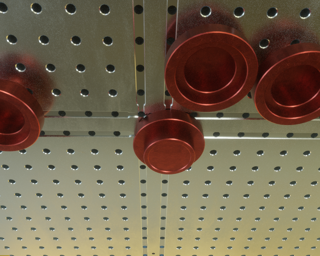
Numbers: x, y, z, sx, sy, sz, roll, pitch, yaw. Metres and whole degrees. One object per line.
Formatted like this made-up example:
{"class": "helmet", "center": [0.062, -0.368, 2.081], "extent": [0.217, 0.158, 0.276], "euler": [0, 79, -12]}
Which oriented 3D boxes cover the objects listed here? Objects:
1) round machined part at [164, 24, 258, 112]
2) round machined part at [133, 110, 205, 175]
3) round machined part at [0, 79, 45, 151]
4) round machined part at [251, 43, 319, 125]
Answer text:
{"class": "round machined part", "center": [0.054, -0.068, 0.343], "extent": [0.099, 0.042, 0.097], "euler": [-1, 130, 0]}
{"class": "round machined part", "center": [0.012, 0.026, 0.423], "extent": [0.099, 0.042, 0.097], "euler": [-1, 130, 0]}
{"class": "round machined part", "center": [-0.192, -0.020, 0.381], "extent": [0.099, 0.042, 0.097], "euler": [-1, 130, 0]}
{"class": "round machined part", "center": [0.154, -0.053, 0.358], "extent": [0.099, 0.042, 0.097], "euler": [-1, 130, 0]}
